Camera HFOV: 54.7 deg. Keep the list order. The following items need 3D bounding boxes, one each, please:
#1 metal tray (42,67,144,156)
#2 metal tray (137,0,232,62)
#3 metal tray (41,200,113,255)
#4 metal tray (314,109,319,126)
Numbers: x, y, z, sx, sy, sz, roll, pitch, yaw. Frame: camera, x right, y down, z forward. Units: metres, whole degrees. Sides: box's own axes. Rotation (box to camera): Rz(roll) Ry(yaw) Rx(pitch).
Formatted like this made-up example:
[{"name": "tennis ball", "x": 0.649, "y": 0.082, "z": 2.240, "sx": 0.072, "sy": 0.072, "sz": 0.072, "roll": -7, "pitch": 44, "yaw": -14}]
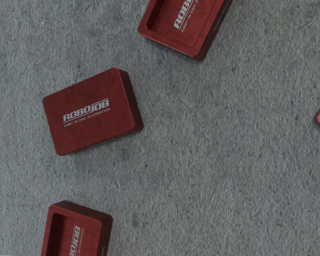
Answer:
[{"name": "metal tray", "x": -0.097, "y": -0.021, "z": 0.441, "sx": 0.130, "sy": 0.030, "sz": 0.090, "roll": -19, "pitch": 84, "yaw": 19}, {"name": "metal tray", "x": 0.039, "y": -0.161, "z": 0.392, "sx": 0.090, "sy": 0.030, "sz": 0.129, "roll": 28, "pitch": 99, "yaw": 17}, {"name": "metal tray", "x": -0.125, "y": 0.181, "z": 0.450, "sx": 0.090, "sy": 0.030, "sz": 0.129, "roll": 12, "pitch": 94, "yaw": 19}, {"name": "metal tray", "x": 0.239, "y": -0.037, "z": 0.321, "sx": 0.090, "sy": 0.030, "sz": 0.129, "roll": 35, "pitch": 101, "yaw": 16}]
